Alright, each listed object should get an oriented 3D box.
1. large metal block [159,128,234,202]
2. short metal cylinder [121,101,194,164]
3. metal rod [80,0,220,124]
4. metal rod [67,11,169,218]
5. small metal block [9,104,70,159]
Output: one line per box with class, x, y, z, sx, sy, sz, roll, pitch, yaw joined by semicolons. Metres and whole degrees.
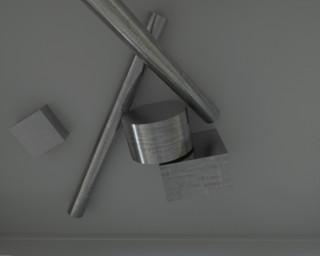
large metal block;0.043;0.045;0.399;0.080;0.080;0.050;-11;110;3
short metal cylinder;-0.002;0.003;0.383;0.080;0.080;0.050;-11;110;3
metal rod;-0.017;-0.083;0.303;0.025;0.025;0.301;-39;136;13
metal rod;-0.063;-0.004;0.408;0.025;0.025;0.298;23;108;-9
small metal block;-0.159;0.005;0.411;0.050;0.025;0.050;-30;108;10
